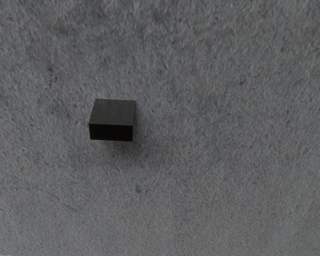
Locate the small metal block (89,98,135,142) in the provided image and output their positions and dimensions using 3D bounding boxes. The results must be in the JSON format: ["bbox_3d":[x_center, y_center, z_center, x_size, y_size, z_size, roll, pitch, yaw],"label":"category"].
[{"bbox_3d":[-0.057,-0.011,0.381,0.050,0.050,0.025,3,130,-3],"label":"small metal block"}]
